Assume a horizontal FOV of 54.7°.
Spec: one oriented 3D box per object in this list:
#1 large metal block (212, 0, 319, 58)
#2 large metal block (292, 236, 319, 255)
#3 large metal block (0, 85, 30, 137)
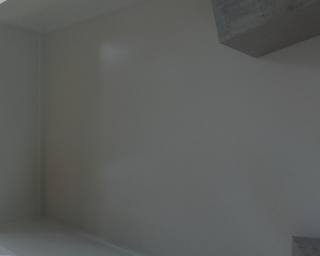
[{"bbox_3d":[0.105,-0.108,0.284,0.080,0.081,0.050,-15,80,38],"label":"large metal block"},{"bbox_3d":[0.139,0.142,0.247,0.050,0.080,0.079,1,91,14],"label":"large metal block"},{"bbox_3d":[-0.330,-0.036,0.661,0.080,0.050,0.080,43,115,31],"label":"large metal block"}]
